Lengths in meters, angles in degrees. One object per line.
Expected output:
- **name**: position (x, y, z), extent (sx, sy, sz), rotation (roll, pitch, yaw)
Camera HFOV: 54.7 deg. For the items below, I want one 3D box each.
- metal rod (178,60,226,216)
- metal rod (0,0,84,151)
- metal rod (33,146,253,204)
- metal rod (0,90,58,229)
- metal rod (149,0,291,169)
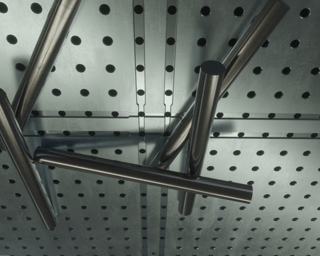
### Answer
- **metal rod**: position (0.048, 0.039, 0.421), extent (0.025, 0.025, 0.298), rotation (1, 138, -2)
- **metal rod**: position (-0.132, -0.074, 0.346), extent (0.025, 0.025, 0.298), rotation (26, 125, -21)
- **metal rod**: position (-0.026, 0.064, 0.429), extent (0.302, 0.025, 0.025), rotation (10, 130, 5)
- **metal rod**: position (-0.188, 0.068, 0.445), extent (0.025, 0.025, 0.298), rotation (2, 137, -2)
- **metal rod**: position (0.051, -0.024, 0.392), extent (0.025, 0.025, 0.298), rotation (21, 127, -17)
